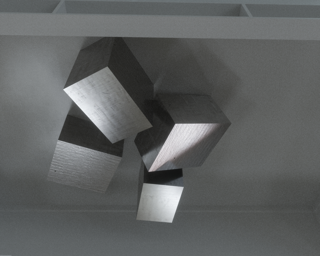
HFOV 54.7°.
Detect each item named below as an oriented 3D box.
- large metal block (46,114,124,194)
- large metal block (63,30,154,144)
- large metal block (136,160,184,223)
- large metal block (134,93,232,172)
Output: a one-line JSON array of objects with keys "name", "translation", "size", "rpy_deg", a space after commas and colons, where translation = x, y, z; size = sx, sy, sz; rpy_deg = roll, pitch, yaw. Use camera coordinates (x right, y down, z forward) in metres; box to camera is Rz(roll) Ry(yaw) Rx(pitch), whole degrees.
[{"name": "large metal block", "translation": [-0.101, 0.038, 0.423], "size": [0.081, 0.050, 0.079], "rpy_deg": [17, 128, -15]}, {"name": "large metal block", "translation": [-0.049, -0.044, 0.334], "size": [0.050, 0.080, 0.080], "rpy_deg": [-23, 127, 18]}, {"name": "large metal block", "translation": [-0.002, 0.074, 0.436], "size": [0.050, 0.080, 0.079], "rpy_deg": [7, 130, -6]}, {"name": "large metal block", "translation": [0.025, 0.006, 0.379], "size": [0.081, 0.050, 0.079], "rpy_deg": [-1, 135, -33]}]
